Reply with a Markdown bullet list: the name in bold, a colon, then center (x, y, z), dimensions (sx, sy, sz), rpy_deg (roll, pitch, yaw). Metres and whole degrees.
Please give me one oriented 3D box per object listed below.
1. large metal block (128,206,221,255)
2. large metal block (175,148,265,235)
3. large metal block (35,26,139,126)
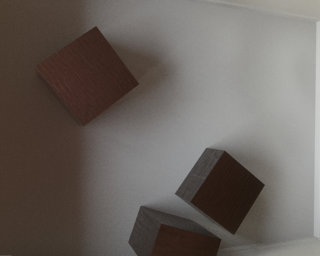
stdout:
- **large metal block**: center (0.015, 0.141, 0.387), dimensions (0.080, 0.080, 0.050), rpy_deg (21, 83, -19)
- **large metal block**: center (0.082, 0.085, 0.427), dimensions (0.080, 0.050, 0.080), rpy_deg (40, 77, -16)
- **large metal block**: center (-0.086, -0.058, 0.365), dimensions (0.080, 0.050, 0.080), rpy_deg (-40, 103, -16)
